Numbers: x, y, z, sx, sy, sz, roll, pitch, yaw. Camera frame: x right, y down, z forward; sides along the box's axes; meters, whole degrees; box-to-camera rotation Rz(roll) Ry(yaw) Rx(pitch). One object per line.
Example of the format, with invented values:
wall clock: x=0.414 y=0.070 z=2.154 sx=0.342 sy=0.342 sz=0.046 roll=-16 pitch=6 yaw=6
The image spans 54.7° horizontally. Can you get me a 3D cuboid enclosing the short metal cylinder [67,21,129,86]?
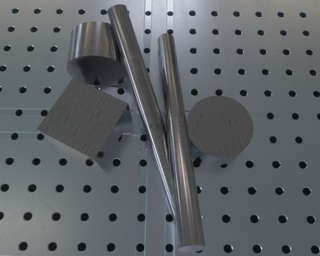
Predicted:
short metal cylinder: x=-0.081 y=-0.097 z=0.417 sx=0.081 sy=0.080 sz=0.050 roll=0 pitch=70 yaw=0

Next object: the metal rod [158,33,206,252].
metal rod: x=0.019 y=-0.010 z=0.373 sx=0.025 sy=0.025 sz=0.300 roll=-4 pitch=54 yaw=-2

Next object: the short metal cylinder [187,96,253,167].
short metal cylinder: x=0.072 y=0.005 z=0.397 sx=0.081 sy=0.050 sz=0.080 roll=0 pitch=70 yaw=0

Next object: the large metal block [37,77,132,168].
large metal block: x=-0.093 y=-0.006 z=0.400 sx=0.080 sy=0.050 sz=0.080 roll=26 pitch=72 yaw=9

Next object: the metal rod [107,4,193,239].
metal rod: x=-0.008 y=-0.006 z=0.375 sx=0.025 sy=0.025 sz=0.299 roll=-17 pitch=85 yaw=-6
